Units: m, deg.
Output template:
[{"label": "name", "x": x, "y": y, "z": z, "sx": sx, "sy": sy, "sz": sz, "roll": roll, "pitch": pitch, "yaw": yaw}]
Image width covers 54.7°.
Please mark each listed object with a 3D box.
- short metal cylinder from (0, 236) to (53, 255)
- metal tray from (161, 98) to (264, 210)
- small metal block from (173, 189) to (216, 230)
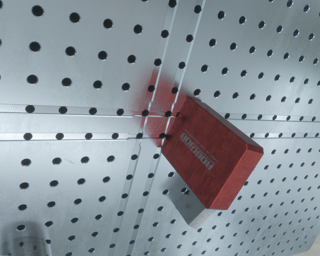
[{"label": "short metal cylinder", "x": -0.184, "y": 0.193, "z": 0.415, "sx": 0.081, "sy": 0.050, "sz": 0.079, "roll": -14, "pitch": 124, "yaw": -21}, {"label": "metal tray", "x": 0.058, "y": 0.029, "z": 0.395, "sx": 0.030, "sy": 0.130, "sz": 0.089, "roll": 16, "pitch": 110, "yaw": -35}, {"label": "small metal block", "x": 0.058, "y": 0.128, "z": 0.509, "sx": 0.050, "sy": 0.050, "sz": 0.025, "roll": -45, "pitch": 130, "yaw": 3}]
